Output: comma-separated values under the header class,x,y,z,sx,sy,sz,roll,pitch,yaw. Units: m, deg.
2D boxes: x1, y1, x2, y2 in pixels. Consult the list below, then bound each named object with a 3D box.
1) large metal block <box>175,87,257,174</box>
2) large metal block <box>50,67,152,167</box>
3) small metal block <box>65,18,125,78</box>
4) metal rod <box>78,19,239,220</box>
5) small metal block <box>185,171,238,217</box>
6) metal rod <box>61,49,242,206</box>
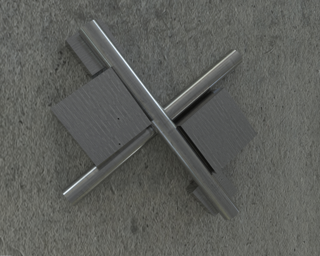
class,x,y,z,sx,sy,sz,roll,pitch,yaw
large metal block,0.070,0.003,0.423,0.080,0.050,0.080,-41,103,-15
large metal block,-0.071,-0.013,0.369,0.080,0.050,0.080,-39,103,-16
small metal block,-0.080,-0.097,0.381,0.050,0.025,0.050,-39,103,-16
metal rod,0.007,-0.001,0.386,0.025,0.025,0.300,-41,103,-15
small metal block,0.073,0.087,0.438,0.050,0.025,0.050,-45,104,-15
metal rod,0.000,-0.010,0.411,0.301,0.025,0.025,-41,103,-16
